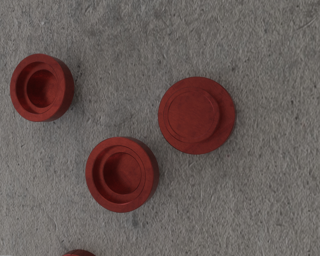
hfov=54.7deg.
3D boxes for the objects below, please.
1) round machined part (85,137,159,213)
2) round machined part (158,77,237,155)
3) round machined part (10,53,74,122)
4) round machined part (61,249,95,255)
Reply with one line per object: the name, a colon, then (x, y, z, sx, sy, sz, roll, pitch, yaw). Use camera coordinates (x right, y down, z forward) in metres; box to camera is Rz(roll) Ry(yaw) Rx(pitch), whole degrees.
round machined part: (-0.047, 0.060, 0.416, 0.098, 0.042, 0.097, 0, 90, 20)
round machined part: (0.043, -0.015, 0.385, 0.098, 0.042, 0.097, 0, 90, 20)
round machined part: (-0.168, -0.057, 0.459, 0.098, 0.042, 0.097, 0, 90, 20)
round machined part: (-0.123, 0.230, 0.444, 0.098, 0.042, 0.097, 0, 90, 20)
